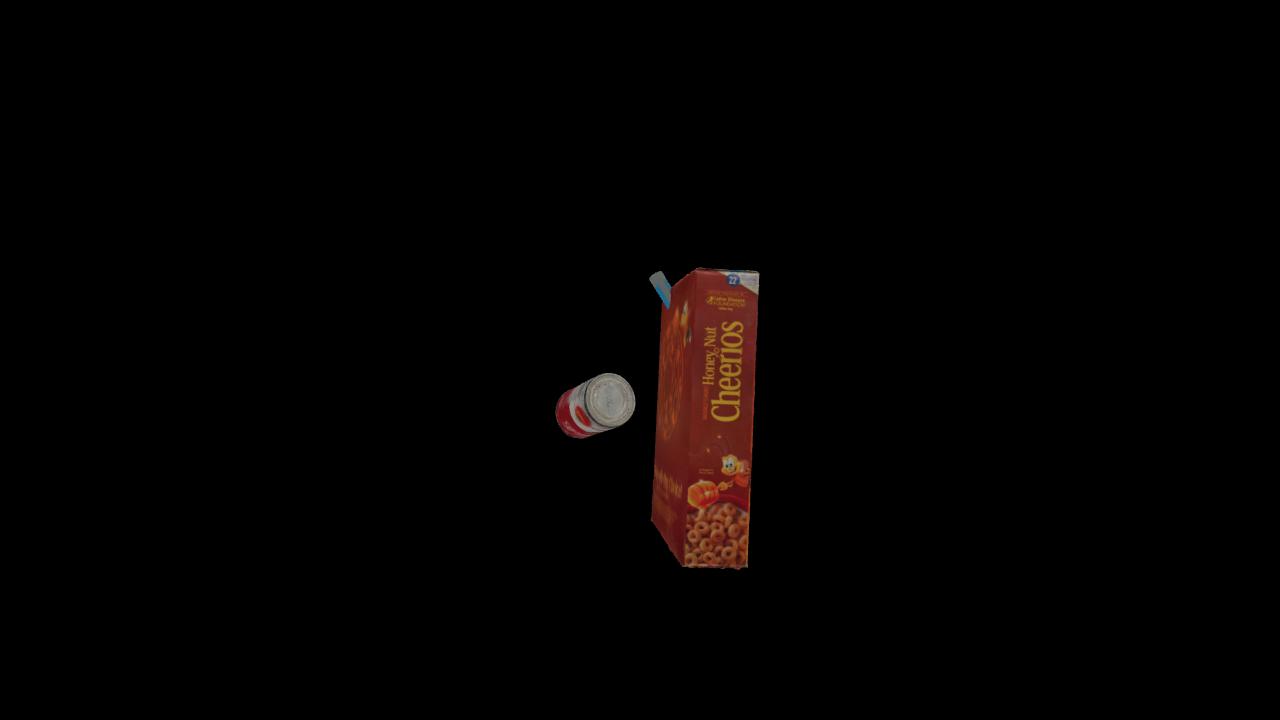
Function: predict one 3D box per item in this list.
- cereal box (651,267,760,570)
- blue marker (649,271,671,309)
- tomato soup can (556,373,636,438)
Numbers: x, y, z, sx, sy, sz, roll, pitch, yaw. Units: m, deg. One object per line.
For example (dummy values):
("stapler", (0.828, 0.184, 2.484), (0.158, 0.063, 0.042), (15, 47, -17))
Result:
("cereal box", (0.070, 0.059, 0.712), (0.081, 0.306, 0.203), (4, -2, -8))
("blue marker", (0.049, -0.054, 0.750), (0.020, 0.121, 0.020), (-29, -11, -6))
("tomato soup can", (-0.056, 0.057, 0.760), (0.068, 0.068, 0.101), (0, -14, -28))
